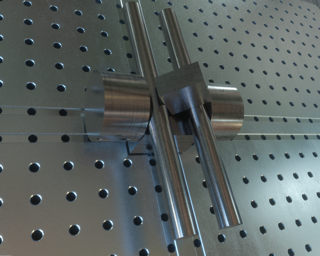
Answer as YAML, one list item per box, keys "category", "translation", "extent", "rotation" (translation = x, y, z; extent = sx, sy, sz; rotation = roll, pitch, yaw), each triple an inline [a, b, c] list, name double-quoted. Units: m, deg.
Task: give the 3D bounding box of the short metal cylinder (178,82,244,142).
- category: "short metal cylinder"
  translation: [0.066, -0.021, 0.416]
  extent: [0.050, 0.080, 0.080]
  rotation: [0, 62, -27]

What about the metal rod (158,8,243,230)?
- category: "metal rod"
  translation: [0.042, -0.031, 0.381]
  extent: [0.025, 0.025, 0.299]
  rotation: [1, 61, -28]

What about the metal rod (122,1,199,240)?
- category: "metal rod"
  translation: [-0.007, -0.029, 0.354]
  extent: [0.025, 0.025, 0.299]
  rotation: [1, 61, -28]

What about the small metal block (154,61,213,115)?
- category: "small metal block"
  translation: [0.027, -0.043, 0.348]
  extent: [0.050, 0.050, 0.025]
  rotation: [-19, 65, 12]

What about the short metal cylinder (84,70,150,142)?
- category: "short metal cylinder"
  translation: [-0.051, -0.024, 0.355]
  extent: [0.050, 0.080, 0.080]
  rotation: [2, 61, -28]

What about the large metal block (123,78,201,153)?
- category: "large metal block"
  translation: [0.001, -0.015, 0.397]
  extent: [0.081, 0.050, 0.080]
  rotation: [1, 61, -28]
